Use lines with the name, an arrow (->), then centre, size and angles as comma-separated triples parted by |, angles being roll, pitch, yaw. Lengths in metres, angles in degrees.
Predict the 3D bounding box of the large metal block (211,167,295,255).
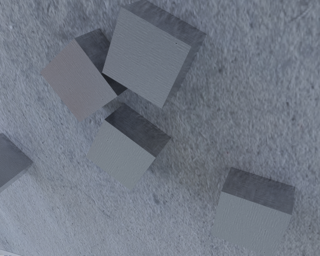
large metal block -> 0.117, 0.107, 0.394 | 0.080, 0.050, 0.079 | 16, 125, 18

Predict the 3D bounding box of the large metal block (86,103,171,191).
large metal block -> -0.045, 0.027, 0.429 | 0.080, 0.050, 0.080 | 37, 129, 3

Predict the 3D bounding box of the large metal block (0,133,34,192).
large metal block -> -0.299, 0.069, 0.568 | 0.080, 0.080, 0.050 | 45, 129, -4

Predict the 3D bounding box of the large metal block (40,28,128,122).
large metal block -> -0.090, -0.066, 0.396 | 0.080, 0.050, 0.080 | -28, 103, 37

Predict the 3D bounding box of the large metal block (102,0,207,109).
large metal block -> -0.008, -0.082, 0.343 | 0.080, 0.050, 0.079 | 32, 128, 7
